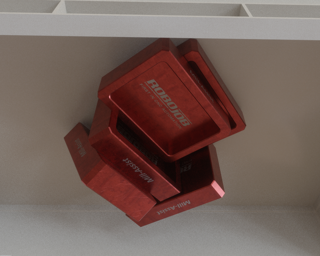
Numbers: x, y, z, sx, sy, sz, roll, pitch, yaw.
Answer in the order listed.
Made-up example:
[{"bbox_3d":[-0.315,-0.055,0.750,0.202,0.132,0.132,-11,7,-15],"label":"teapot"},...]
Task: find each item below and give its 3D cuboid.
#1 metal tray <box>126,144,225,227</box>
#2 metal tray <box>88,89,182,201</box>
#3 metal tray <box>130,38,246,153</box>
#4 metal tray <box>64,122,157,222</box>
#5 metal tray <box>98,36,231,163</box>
[{"bbox_3d":[0.017,0.072,0.426,0.130,0.090,0.030,-26,126,20],"label":"metal tray"},{"bbox_3d":[-0.024,0.019,0.379,0.030,0.090,0.130,-30,124,22],"label":"metal tray"},{"bbox_3d":[0.036,-0.032,0.379,0.090,0.030,0.130,-26,125,22],"label":"metal tray"},{"bbox_3d":[-0.065,0.049,0.381,0.030,0.130,0.090,-47,121,-3],"label":"metal tray"},{"bbox_3d":[0.008,-0.024,0.344,0.090,0.030,0.130,-29,124,22],"label":"metal tray"}]
